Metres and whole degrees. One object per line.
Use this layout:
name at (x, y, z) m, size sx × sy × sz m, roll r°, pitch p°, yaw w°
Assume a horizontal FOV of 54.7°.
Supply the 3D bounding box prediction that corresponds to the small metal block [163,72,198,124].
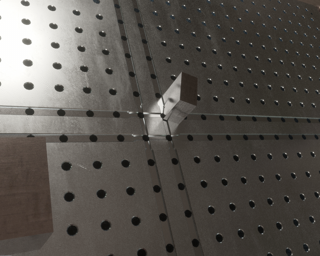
small metal block at (0.029, -0.041, 0.435) m, size 0.025 × 0.050 × 0.050 m, roll 19°, pitch 55°, yaw -18°

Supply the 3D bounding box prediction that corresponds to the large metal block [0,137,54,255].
large metal block at (-0.128, 0.061, 0.267) m, size 0.050 × 0.080 × 0.080 m, roll 0°, pitch 62°, yaw -29°
